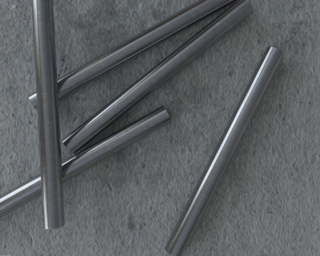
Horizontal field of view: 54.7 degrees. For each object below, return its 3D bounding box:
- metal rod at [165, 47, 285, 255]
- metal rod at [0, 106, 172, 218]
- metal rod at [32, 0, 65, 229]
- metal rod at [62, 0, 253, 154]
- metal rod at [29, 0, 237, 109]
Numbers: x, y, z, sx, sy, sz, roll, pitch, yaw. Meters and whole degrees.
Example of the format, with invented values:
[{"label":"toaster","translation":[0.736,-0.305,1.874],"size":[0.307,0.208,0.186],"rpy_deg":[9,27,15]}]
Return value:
[{"label":"metal rod","translation":[0.085,0.032,0.411],"size":[0.025,0.025,0.299],"rpy_deg":[27,90,-1]},{"label":"metal rod","translation":[-0.122,0.054,0.408],"size":[0.301,0.025,0.025],"rpy_deg":[-29,90,-1]},{"label":"metal rod","translation":[-0.138,-0.028,0.382],"size":[0.025,0.025,0.298],"rpy_deg":[-3,90,-1]},{"label":"metal rod","translation":[-0.003,-0.069,0.409],"size":[0.300,0.025,0.025],"rpy_deg":[-38,91,-1]},{"label":"metal rod","translation":[-0.034,-0.107,0.409],"size":[0.301,0.025,0.025],"rpy_deg":[-29,90,-1]}]
